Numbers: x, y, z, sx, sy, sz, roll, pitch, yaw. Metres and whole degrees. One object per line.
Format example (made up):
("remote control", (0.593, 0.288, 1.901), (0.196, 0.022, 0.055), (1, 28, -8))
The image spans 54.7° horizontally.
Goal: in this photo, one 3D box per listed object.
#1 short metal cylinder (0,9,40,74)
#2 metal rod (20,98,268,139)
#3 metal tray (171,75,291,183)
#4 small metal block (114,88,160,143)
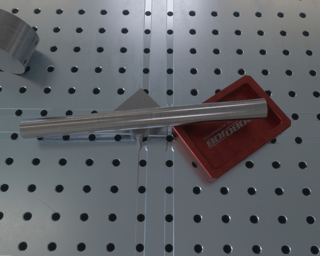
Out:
("short metal cylinder", (-0.215, -0.117, 0.424), (0.080, 0.080, 0.050), (15, 71, 5))
("metal rod", (-0.022, -0.011, 0.386), (0.302, 0.025, 0.025), (-5, 70, 3))
("metal tray", (0.092, -0.001, 0.410), (0.131, 0.030, 0.090), (-33, 74, -12))
("small metal block", (-0.026, -0.017, 0.418), (0.050, 0.025, 0.050), (-42, 75, -14))
